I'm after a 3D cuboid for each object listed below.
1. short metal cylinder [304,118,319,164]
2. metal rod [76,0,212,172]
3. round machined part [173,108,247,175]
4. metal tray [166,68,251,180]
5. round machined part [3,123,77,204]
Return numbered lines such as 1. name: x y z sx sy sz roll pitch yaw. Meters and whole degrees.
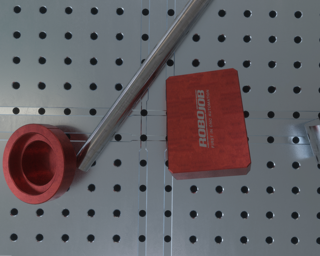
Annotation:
1. short metal cylinder: 0.231 0.010 0.388 0.080 0.080 0.050 -17 90 0
2. metal rod: -0.019 -0.070 0.413 0.025 0.025 0.299 36 90 0
3. round machined part: 0.066 0.013 0.405 0.099 0.042 0.097 0 90 0
4. metal tray: 0.055 -0.006 0.377 0.090 0.030 0.130 -6 64 10
5. round machined part: -0.146 0.043 0.392 0.098 0.042 0.097 0 89 22
